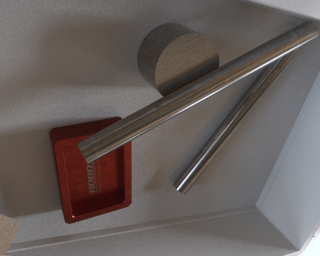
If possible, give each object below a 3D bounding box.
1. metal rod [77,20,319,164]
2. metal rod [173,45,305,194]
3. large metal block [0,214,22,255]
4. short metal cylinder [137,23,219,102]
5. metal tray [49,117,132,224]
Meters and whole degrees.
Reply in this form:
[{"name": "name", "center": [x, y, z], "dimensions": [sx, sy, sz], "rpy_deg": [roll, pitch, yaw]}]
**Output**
[{"name": "metal rod", "center": [0.051, -0.046, 0.344], "dimensions": [0.302, 0.025, 0.025], "rpy_deg": [-29, 129, -10]}, {"name": "metal rod", "center": [0.119, -0.022, 0.462], "dimensions": [0.025, 0.025, 0.299], "rpy_deg": [29, 102, -38]}, {"name": "large metal block", "center": [-0.212, 0.122, 0.328], "dimensions": [0.080, 0.050, 0.080], "rpy_deg": [43, 56, -39]}, {"name": "short metal cylinder", "center": [0.021, -0.075, 0.359], "dimensions": [0.081, 0.050, 0.079], "rpy_deg": [-14, 125, -21]}, {"name": "metal tray", "center": [-0.084, 0.055, 0.394], "dimensions": [0.091, 0.030, 0.129], "rpy_deg": [-11, 124, -23]}]
